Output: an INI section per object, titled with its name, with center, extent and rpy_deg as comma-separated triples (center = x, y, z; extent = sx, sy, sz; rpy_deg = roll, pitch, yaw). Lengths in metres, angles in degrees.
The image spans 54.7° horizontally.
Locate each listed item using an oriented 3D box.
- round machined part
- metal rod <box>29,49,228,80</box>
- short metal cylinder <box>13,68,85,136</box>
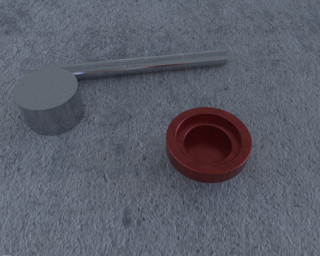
[round machined part]
center = 0.056, 0.024, 0.372
extent = 0.099, 0.042, 0.098
rpy_deg = 0, 50, 0
[metal rod]
center = -0.044, -0.096, 0.483
extent = 0.302, 0.025, 0.025
rpy_deg = -7, 51, -6
[short metal cylinder]
center = -0.146, -0.036, 0.416
extent = 0.081, 0.050, 0.080
rpy_deg = 0, 50, 0
